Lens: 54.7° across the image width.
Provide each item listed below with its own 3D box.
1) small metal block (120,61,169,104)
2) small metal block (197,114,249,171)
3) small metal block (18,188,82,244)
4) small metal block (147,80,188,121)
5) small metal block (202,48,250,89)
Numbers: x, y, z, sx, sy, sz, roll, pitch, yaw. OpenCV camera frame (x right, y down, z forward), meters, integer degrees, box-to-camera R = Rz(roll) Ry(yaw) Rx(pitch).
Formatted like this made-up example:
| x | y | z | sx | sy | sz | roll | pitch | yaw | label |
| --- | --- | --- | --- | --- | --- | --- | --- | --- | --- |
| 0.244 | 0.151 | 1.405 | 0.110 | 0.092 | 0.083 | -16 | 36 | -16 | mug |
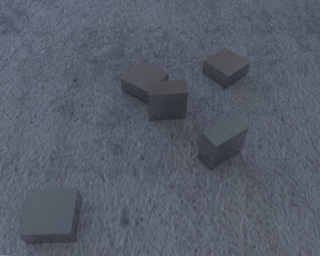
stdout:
| x | y | z | sx | sy | sz | roll | pitch | yaw | label |
| --- | --- | --- | --- | --- | --- | --- | --- | --- | --- |
| -0.022 | -0.068 | 0.460 | 0.050 | 0.025 | 0.050 | 29 | 55 | 21 | small metal block |
| 0.075 | 0.018 | 0.373 | 0.050 | 0.050 | 0.025 | -28 | 56 | -22 | small metal block |
| -0.113 | 0.092 | 0.325 | 0.050 | 0.025 | 0.050 | -1 | 50 | -2 | small metal block |
| 0.010 | -0.037 | 0.418 | 0.050 | 0.050 | 0.025 | -4 | 50 | -4 | small metal block |
| 0.103 | -0.094 | 0.484 | 0.050 | 0.025 | 0.050 | -34 | 58 | -26 | small metal block |
